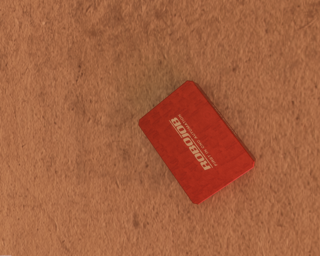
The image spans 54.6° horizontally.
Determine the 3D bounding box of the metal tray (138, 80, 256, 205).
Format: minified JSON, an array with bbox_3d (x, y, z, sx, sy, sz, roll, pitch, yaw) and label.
[{"bbox_3d":[0.045,0.017,0.391,0.090,0.030,0.130,-39,78,16],"label":"metal tray"}]
